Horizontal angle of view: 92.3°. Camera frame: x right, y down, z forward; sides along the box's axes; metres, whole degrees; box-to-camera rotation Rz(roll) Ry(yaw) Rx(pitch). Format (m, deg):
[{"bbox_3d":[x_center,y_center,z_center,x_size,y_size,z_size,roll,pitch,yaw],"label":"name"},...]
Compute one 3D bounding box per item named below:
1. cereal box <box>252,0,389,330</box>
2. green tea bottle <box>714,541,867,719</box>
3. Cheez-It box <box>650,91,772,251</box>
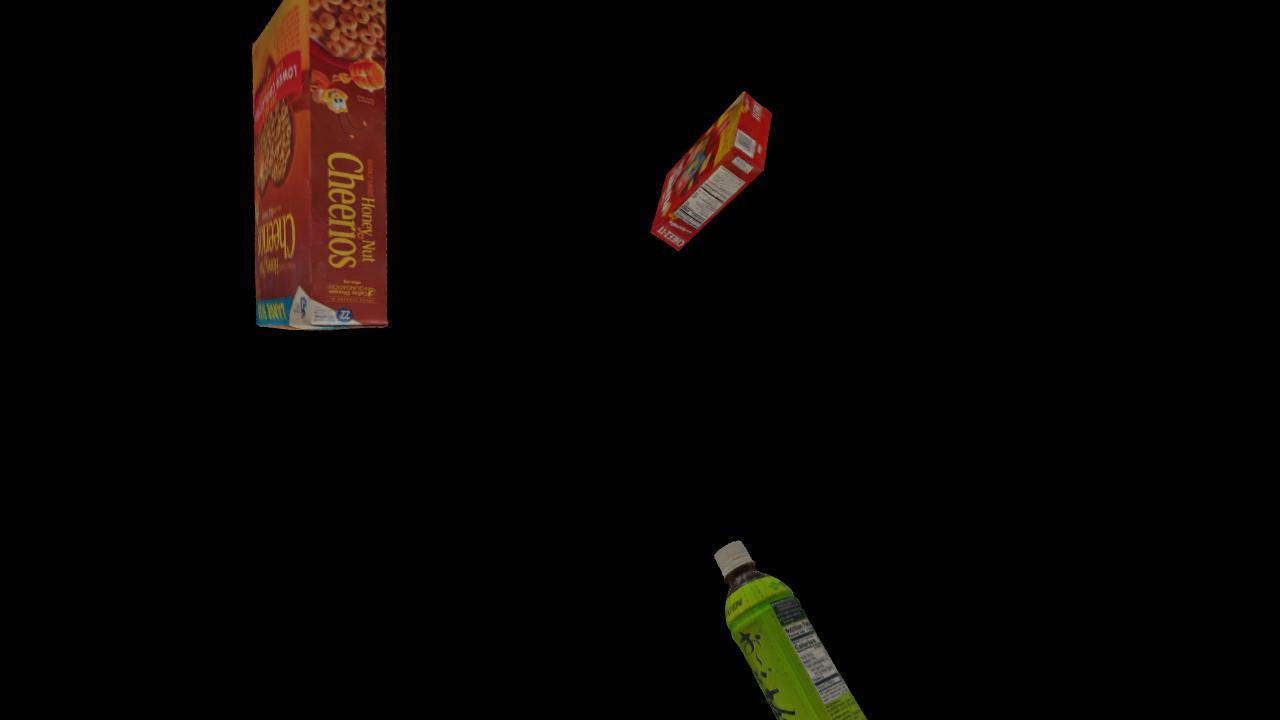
[{"bbox_3d":[-0.325,-0.182,0.614,0.081,0.306,0.203,-1,4,-43],"label":"cereal box"},{"bbox_3d":[0.127,0.256,0.527,0.073,0.212,0.073,-18,-35,-13],"label":"green tea bottle"},{"bbox_3d":[0.115,-0.309,1.022,0.071,0.166,0.223,31,-40,-20],"label":"Cheez-It box"}]
